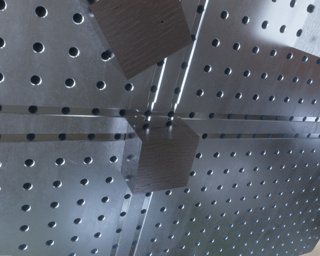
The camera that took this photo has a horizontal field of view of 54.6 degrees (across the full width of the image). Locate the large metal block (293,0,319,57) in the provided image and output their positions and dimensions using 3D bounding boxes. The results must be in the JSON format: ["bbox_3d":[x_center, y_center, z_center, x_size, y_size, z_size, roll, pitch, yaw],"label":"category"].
[{"bbox_3d":[0.247,-0.134,0.427,0.050,0.080,0.079,5,116,-31],"label":"large metal block"}]

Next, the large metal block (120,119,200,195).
[{"bbox_3d":[-0.002,0.037,0.416,0.081,0.050,0.079,-3,120,-27],"label":"large metal block"}]

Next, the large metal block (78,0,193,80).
[{"bbox_3d":[-0.023,-0.109,0.314,0.080,0.050,0.080,-32,129,-8],"label":"large metal block"}]
